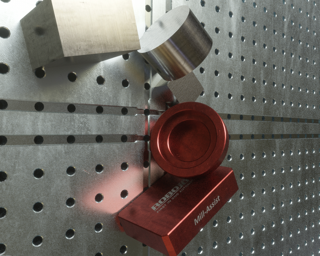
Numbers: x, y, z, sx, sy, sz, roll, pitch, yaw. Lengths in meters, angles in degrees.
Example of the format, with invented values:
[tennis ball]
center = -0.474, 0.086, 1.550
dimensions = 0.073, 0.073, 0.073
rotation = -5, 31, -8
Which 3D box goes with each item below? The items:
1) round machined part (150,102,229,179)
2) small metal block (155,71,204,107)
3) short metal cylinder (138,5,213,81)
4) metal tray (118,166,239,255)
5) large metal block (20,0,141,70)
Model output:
[round machined part]
center = 0.041, 0.019, 0.403
dimensions = 0.042, 0.098, 0.098
rotation = 37, 64, -62
[small metal block]
center = 0.028, -0.056, 0.433
dimensions = 0.050, 0.025, 0.050
rotation = 52, 60, -27
[short metal cylinder]
center = 0.018, -0.106, 0.388
dimensions = 0.050, 0.080, 0.080
rotation = 44, 63, -31
[metal tray]
center = 0.024, 0.091, 0.386
dimensions = 0.131, 0.090, 0.030
rotation = -34, 114, -35
[large metal block]
center = -0.079, -0.093, 0.307
dimensions = 0.081, 0.080, 0.050
rotation = -18, 102, -39
